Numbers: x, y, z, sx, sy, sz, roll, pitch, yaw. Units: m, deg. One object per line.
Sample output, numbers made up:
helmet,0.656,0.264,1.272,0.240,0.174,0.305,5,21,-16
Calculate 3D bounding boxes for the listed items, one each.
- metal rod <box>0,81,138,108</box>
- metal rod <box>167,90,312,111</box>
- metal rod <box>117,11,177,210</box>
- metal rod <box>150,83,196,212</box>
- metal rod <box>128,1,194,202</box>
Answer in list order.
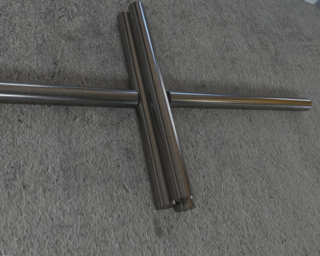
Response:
metal rod,-0.167,-0.039,0.339,0.303,0.025,0.025,0,62,-28
metal rod,0.142,-0.043,0.510,0.303,0.025,0.025,-1,62,-29
metal rod,-0.024,-0.041,0.419,0.025,0.025,0.299,1,61,-28
metal rod,-0.001,-0.035,0.429,0.025,0.025,0.299,1,61,-28
metal rod,-0.005,-0.052,0.410,0.025,0.025,0.299,1,61,-28
